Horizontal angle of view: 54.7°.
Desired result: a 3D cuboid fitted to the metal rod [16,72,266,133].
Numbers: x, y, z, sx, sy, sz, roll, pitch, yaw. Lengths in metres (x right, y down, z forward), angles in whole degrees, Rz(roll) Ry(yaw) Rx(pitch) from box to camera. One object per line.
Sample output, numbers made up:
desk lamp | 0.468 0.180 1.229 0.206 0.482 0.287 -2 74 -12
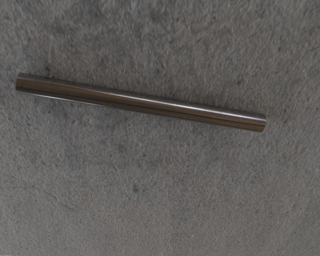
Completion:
metal rod | -0.015 -0.029 0.382 0.302 0.025 0.025 9 130 -8
